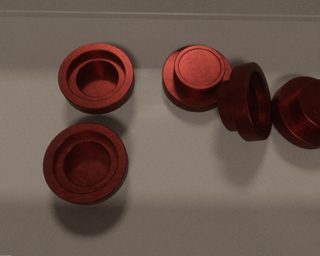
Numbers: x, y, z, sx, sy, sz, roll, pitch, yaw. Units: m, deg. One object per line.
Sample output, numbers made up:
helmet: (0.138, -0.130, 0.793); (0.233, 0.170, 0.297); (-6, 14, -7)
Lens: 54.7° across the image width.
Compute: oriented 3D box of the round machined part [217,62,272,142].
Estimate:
round machined part: (0.107, -0.031, 0.394); (0.042, 0.098, 0.098); (-8, 66, 35)

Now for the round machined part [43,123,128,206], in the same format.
round machined part: (-0.088, 0.046, 0.383); (0.099, 0.042, 0.098); (0, 70, -1)

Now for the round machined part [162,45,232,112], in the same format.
round machined part: (0.052, -0.075, 0.429); (0.099, 0.042, 0.098); (0, 70, -1)

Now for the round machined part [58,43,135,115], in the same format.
round machined part: (-0.083, -0.063, 0.423); (0.099, 0.042, 0.098); (0, 70, -1)

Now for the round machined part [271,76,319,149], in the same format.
round machined part: (0.200, -0.024, 0.404); (0.099, 0.042, 0.098); (3, 71, -10)
